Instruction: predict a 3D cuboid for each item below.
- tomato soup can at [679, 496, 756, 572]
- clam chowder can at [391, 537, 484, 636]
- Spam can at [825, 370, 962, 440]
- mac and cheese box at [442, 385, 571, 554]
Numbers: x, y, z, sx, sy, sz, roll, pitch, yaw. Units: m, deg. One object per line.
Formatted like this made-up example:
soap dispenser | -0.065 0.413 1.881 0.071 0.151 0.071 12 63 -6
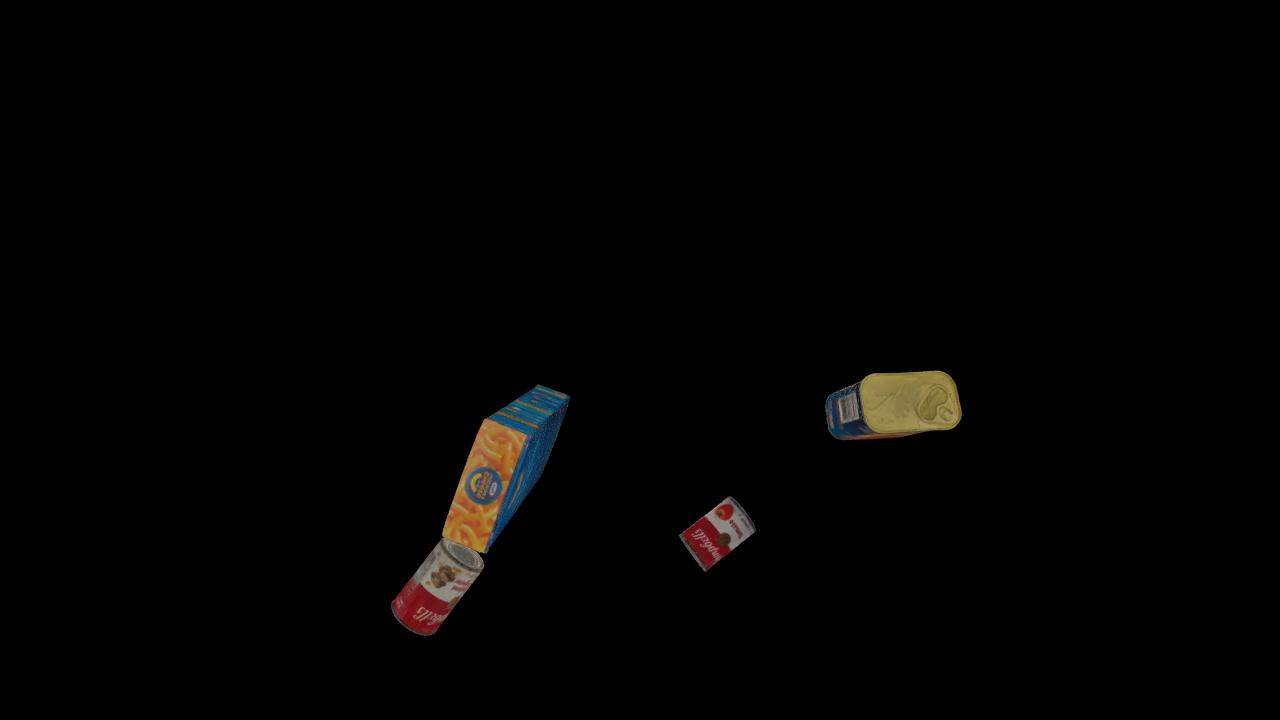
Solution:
tomato soup can | 0.120 0.266 0.946 0.101 0.068 0.068 -35 7 -10
clam chowder can | -0.255 0.284 0.780 0.068 0.102 0.068 37 -3 3
Spam can | 0.249 0.048 0.619 0.101 0.058 0.085 -1 -13 -9
mac and cheese box | -0.102 0.079 0.511 0.041 0.093 0.184 23 5 0
